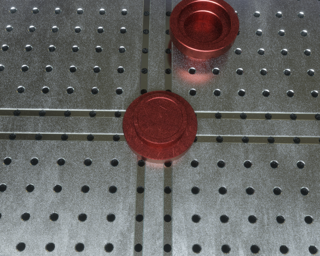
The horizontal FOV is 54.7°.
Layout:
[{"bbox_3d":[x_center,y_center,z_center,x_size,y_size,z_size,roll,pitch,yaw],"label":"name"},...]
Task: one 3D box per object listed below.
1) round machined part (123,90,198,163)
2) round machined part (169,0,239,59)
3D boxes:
[{"bbox_3d":[0.000,-0.006,0.405,0.099,0.042,0.098,0,70,0],"label":"round machined part"},{"bbox_3d":[0.063,-0.143,0.456,0.099,0.042,0.098,0,70,-1],"label":"round machined part"}]
